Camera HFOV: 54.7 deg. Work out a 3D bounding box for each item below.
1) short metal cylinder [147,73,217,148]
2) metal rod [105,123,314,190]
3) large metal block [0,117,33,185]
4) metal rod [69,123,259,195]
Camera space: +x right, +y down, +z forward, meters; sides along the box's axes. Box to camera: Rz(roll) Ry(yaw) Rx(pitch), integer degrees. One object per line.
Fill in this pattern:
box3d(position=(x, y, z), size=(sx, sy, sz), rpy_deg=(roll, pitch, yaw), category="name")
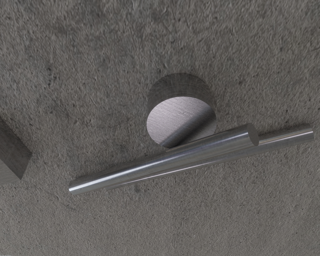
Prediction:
box3d(position=(0.025, -0.019, 0.375), size=(0.081, 0.050, 0.079), rpy_deg=(0, 130, 0), category="short metal cylinder")
box3d(position=(0.060, 0.045, 0.445), size=(0.301, 0.025, 0.025), rpy_deg=(-16, 129, 12), category="metal rod")
box3d(position=(-0.238, 0.035, 0.418), size=(0.080, 0.050, 0.080), rpy_deg=(-14, 129, 12), category="large metal block")
box3d(position=(-0.019, 0.050, 0.399), size=(0.299, 0.025, 0.025), rpy_deg=(-21, 129, 36), category="metal rod")
